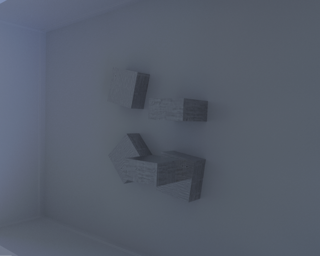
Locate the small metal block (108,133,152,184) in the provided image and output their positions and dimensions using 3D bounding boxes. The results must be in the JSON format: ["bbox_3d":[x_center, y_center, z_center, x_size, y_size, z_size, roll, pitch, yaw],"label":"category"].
[{"bbox_3d":[-0.040,0.043,0.438,0.050,0.025,0.050,-48,62,29],"label":"small metal block"}]

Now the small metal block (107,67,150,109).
[{"bbox_3d":[-0.045,-0.057,0.442,0.050,0.025,0.050,18,102,38],"label":"small metal block"}]

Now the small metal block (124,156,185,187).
[{"bbox_3d":[-0.006,0.048,0.362,0.050,0.050,0.025,4,93,40],"label":"small metal block"}]

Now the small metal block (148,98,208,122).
[{"bbox_3d":[0.022,-0.021,0.371,0.050,0.050,0.025,4,93,39],"label":"small metal block"}]

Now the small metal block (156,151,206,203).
[{"bbox_3d":[0.026,0.058,0.384,0.050,0.025,0.050,12,98,39],"label":"small metal block"}]
